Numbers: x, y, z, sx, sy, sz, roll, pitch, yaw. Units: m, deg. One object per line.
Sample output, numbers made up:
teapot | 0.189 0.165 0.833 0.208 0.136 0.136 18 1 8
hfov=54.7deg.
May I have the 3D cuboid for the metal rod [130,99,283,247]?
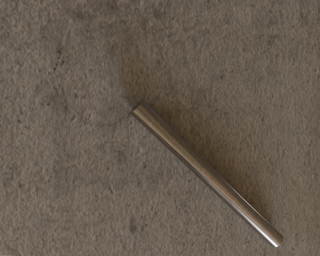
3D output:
metal rod | 0.074 0.072 0.438 0.300 0.025 0.025 44 76 -15
